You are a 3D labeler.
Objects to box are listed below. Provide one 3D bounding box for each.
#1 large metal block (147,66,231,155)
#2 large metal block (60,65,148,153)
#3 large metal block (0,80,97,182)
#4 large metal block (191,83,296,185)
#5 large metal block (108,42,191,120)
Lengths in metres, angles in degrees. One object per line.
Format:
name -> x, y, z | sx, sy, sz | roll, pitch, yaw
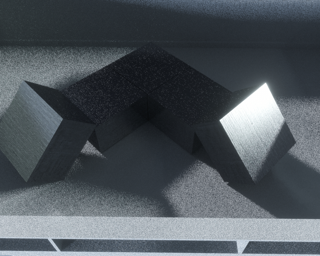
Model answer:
large metal block -> 0.041, -0.025, 0.408 | 0.080, 0.050, 0.080 | -36, 59, -27
large metal block -> -0.073, -0.027, 0.409 | 0.080, 0.050, 0.080 | -36, 59, -27
large metal block -> -0.133, 0.004, 0.354 | 0.080, 0.050, 0.080 | 39, 102, 27
large metal block -> 0.096, 0.007, 0.354 | 0.080, 0.050, 0.080 | -36, 102, -26
large metal block -> -0.015, -0.070, 0.445 | 0.080, 0.050, 0.080 | -36, 59, -27
